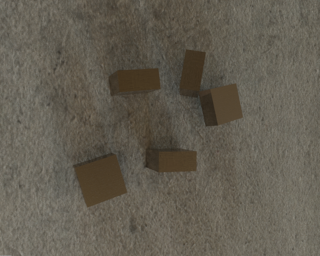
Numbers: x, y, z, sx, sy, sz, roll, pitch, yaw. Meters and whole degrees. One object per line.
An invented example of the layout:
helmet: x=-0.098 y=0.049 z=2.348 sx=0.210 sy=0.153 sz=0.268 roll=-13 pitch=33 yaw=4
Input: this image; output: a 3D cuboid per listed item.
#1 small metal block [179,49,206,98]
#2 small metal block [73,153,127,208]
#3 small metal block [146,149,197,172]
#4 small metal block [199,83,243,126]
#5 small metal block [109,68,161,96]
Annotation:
small metal block: x=0.043 y=-0.070 z=0.409 sx=0.025 sy=0.050 sz=0.050 roll=10 pitch=87 yaw=5
small metal block: x=-0.074 y=0.063 z=0.383 sx=0.050 sy=0.025 sz=0.050 roll=-18 pitch=96 yaw=-20
small metal block: x=0.014 y=0.041 z=0.402 sx=0.050 sy=0.050 sz=0.025 roll=1 pitch=90 yaw=-20
small metal block: x=0.086 y=-0.033 z=0.437 sx=0.050 sy=0.025 sz=0.050 roll=-16 pitch=96 yaw=-32
small metal block: x=-0.033 y=-0.056 z=0.384 sx=0.050 sy=0.050 sz=0.025 roll=-7 pitch=93 yaw=-20
